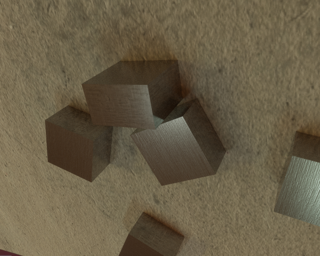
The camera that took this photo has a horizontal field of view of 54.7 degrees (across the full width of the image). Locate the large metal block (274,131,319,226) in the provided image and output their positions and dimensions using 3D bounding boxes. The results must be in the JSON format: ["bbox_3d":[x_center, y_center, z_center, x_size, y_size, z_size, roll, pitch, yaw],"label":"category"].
[{"bbox_3d":[0.176,0.059,0.334,0.080,0.050,0.079,15,125,19],"label":"large metal block"}]

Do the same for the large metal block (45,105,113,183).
[{"bbox_3d":[-0.121,0.023,0.467,0.080,0.050,0.079,22,127,15],"label":"large metal block"}]

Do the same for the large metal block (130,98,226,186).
[{"bbox_3d":[0.024,0.019,0.389,0.080,0.050,0.080,-20,108,35],"label":"large metal block"}]

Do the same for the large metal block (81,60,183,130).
[{"bbox_3d":[-0.028,-0.042,0.359,0.080,0.080,0.050,5,121,25],"label":"large metal block"}]

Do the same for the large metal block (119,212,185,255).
[{"bbox_3d":[-0.016,0.202,0.522,0.080,0.050,0.079,29,128,9],"label":"large metal block"}]
